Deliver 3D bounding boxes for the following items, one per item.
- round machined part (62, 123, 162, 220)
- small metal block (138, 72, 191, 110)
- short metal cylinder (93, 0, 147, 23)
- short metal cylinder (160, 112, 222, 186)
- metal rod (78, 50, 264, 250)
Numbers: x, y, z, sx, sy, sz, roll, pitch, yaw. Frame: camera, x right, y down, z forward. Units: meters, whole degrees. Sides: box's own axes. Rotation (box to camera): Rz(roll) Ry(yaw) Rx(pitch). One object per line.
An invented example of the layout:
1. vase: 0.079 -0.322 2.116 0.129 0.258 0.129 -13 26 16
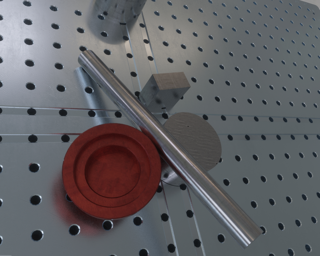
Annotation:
1. round machined part: -0.050 0.047 0.329 0.099 0.042 0.098 3 70 -7
2. small metal block: 0.006 -0.051 0.426 0.050 0.050 0.025 -11 68 -33
3. short metal cylinder: -0.060 -0.215 0.491 0.081 0.050 0.080 14 56 -21
4. short metal cylinder: 0.030 0.027 0.391 0.081 0.050 0.080 14 55 -21
5. metal rod: -0.007 0.004 0.347 0.025 0.025 0.300 -22 56 -36
